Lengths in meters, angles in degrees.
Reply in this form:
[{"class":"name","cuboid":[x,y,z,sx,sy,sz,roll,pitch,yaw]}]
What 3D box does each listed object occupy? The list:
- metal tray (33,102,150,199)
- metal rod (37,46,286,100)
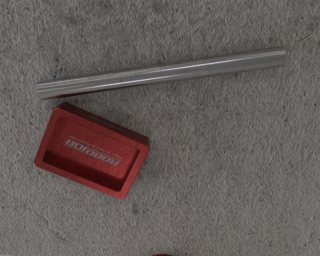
[{"class":"metal tray","cuboid":[-0.090,0.032,0.417,0.131,0.030,0.089,24,108,-9]},{"class":"metal rod","cuboid":[0.000,-0.067,0.384,0.302,0.025,0.025,-8,110,2]}]
